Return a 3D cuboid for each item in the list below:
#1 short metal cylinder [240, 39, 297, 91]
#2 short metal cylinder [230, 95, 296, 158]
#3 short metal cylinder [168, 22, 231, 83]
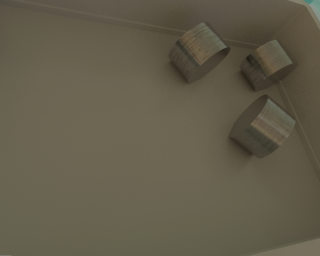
[{"bbox_3d":[0.188,-0.108,0.541,0.081,0.080,0.050,-18,72,-35],"label":"short metal cylinder"},{"bbox_3d":[0.149,-0.002,0.455,0.050,0.080,0.080,38,51,-3],"label":"short metal cylinder"},{"bbox_3d":[0.060,-0.114,0.475,0.081,0.080,0.050,-30,79,-38],"label":"short metal cylinder"}]
